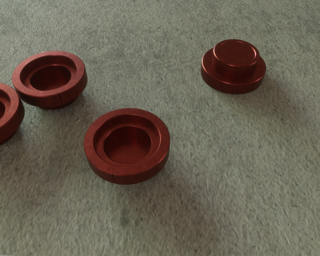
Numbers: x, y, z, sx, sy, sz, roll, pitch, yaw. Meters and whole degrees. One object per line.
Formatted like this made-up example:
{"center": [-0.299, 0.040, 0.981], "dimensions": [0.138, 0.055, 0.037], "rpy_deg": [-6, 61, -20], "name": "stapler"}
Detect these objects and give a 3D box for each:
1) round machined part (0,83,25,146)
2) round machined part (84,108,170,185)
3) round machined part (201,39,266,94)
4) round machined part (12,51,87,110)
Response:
{"center": [-0.225, -0.011, 0.398], "dimensions": [0.099, 0.042, 0.098], "rpy_deg": [0, 50, 0], "name": "round machined part"}
{"center": [-0.038, 0.026, 0.370], "dimensions": [0.099, 0.042, 0.098], "rpy_deg": [0, 50, 0], "name": "round machined part"}
{"center": [0.114, -0.101, 0.478], "dimensions": [0.099, 0.042, 0.098], "rpy_deg": [0, 50, 0], "name": "round machined part"}
{"center": [-0.154, -0.064, 0.444], "dimensions": [0.099, 0.042, 0.098], "rpy_deg": [0, 50, 0], "name": "round machined part"}
